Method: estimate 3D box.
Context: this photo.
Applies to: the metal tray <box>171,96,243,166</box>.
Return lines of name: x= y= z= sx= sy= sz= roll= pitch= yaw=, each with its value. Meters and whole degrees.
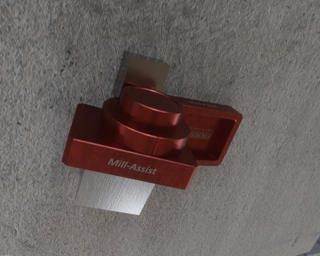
metal tray: x=0.045 y=0.007 z=0.436 sx=0.131 sy=0.030 sz=0.089 roll=6 pitch=115 yaw=-32

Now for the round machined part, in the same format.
round machined part: x=-0.013 y=-0.013 z=0.333 sx=0.099 sy=0.098 sz=0.042 roll=6 pitch=115 yaw=-32

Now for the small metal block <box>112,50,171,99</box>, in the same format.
small metal block: x=-0.022 y=-0.058 z=0.362 sx=0.050 sy=0.025 sz=0.050 roll=7 pitch=115 yaw=-32

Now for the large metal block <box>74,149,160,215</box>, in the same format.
large metal block: x=-0.052 y=0.055 z=0.375 sx=0.081 sy=0.050 sz=0.079 roll=14 pitch=125 yaw=-15

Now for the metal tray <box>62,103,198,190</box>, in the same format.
metal tray: x=-0.032 y=0.018 z=0.339 sx=0.131 sy=0.090 sz=0.030 roll=14 pitch=113 yaw=-15
